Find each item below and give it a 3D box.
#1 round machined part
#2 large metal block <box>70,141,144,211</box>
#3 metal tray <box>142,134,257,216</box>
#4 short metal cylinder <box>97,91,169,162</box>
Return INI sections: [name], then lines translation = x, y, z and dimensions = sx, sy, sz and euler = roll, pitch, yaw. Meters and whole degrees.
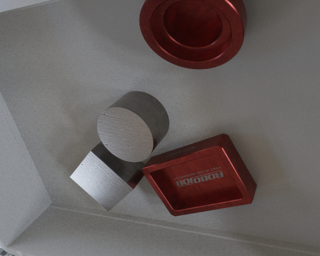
[round machined part]
translation = 0.033, -0.105, 0.298
dimensions = 0.098, 0.042, 0.098
euler = 13, 150, 8
[large metal block]
translation = -0.078, 0.069, 0.474
dimensions = 0.080, 0.050, 0.080
euler = 43, 129, -2
[metal tray]
translation = 0.050, 0.068, 0.419
dimensions = 0.130, 0.030, 0.090
euler = -22, 107, 35
[short metal cylinder]
translation = -0.034, -0.002, 0.408
dimensions = 0.080, 0.050, 0.079
euler = 13, 124, 20
